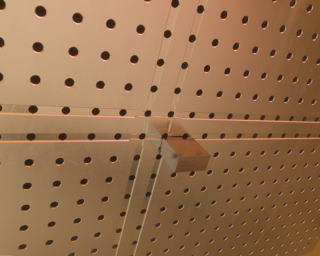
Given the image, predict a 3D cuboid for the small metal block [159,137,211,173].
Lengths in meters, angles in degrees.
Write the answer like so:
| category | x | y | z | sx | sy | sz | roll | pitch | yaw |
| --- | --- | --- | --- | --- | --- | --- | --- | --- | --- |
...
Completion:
| category | x | y | z | sx | sy | sz | roll | pitch | yaw |
| --- | --- | --- | --- | --- | --- | --- | --- | --- | --- |
| small metal block | 0.034 | 0.036 | 0.435 | 0.050 | 0.050 | 0.025 | 0 | 118 | -29 |
